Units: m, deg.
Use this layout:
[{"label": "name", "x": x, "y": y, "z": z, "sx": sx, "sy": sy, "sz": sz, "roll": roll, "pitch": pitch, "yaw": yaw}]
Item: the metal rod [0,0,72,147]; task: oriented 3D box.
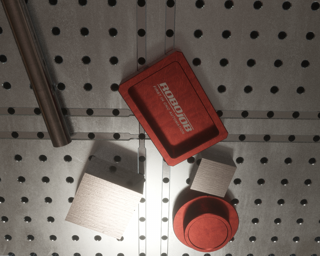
[{"label": "metal rod", "x": -0.163, "y": -0.116, "z": 0.368, "sx": 0.025, "sy": 0.025, "sz": 0.298, "roll": -11, "pitch": 110, "yaw": 4}]

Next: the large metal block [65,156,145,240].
[{"label": "large metal block", "x": -0.076, "y": 0.097, "z": 0.435, "sx": 0.080, "sy": 0.050, "sz": 0.079, "roll": 23, "pitch": 108, "yaw": -9}]

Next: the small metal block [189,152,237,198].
[{"label": "small metal block", "x": 0.074, "y": 0.065, "z": 0.439, "sx": 0.050, "sy": 0.025, "sz": 0.050, "roll": 16, "pitch": 109, "yaw": -6}]

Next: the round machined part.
[{"label": "round machined part", "x": 0.068, "y": 0.143, "z": 0.458, "sx": 0.099, "sy": 0.042, "sz": 0.097, "roll": 0, "pitch": 110, "yaw": -1}]

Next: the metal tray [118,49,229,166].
[{"label": "metal tray", "x": 0.018, "y": -0.024, "z": 0.401, "sx": 0.090, "sy": 0.030, "sz": 0.130, "roll": -30, "pitch": 108, "yaw": 10}]
